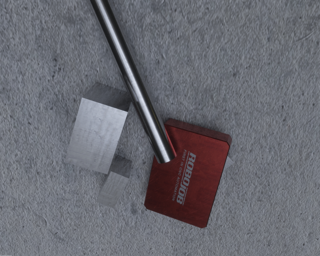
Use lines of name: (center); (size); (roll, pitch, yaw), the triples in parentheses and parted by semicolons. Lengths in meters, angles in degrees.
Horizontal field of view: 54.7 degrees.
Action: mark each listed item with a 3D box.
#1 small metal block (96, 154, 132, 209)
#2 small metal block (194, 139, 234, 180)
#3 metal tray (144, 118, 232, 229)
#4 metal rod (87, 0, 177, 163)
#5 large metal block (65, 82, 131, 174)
small metal block: (-0.061, 0.072, 0.422); (0.025, 0.050, 0.050); (24, 108, -9)
small metal block: (0.064, 0.041, 0.426); (0.050, 0.025, 0.050); (-42, 106, 13)
metal tray: (0.035, 0.061, 0.416); (0.090, 0.030, 0.129); (16, 110, 13)
metal rod: (-0.048, -0.096, 0.355); (0.025, 0.025, 0.299); (-21, 102, 7)
large metal block: (-0.071, -0.003, 0.378); (0.050, 0.080, 0.079); (18, 109, -7)
